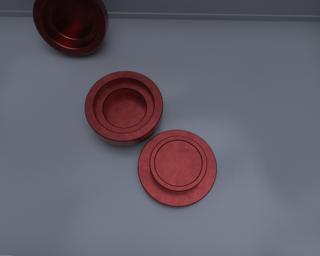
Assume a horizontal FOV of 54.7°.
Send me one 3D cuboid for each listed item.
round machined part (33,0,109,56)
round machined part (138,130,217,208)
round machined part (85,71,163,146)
[{"bbox_3d":[-0.121,-0.155,0.434,0.099,0.097,0.042,4,40,1],"label":"round machined part"},{"bbox_3d":[0.022,0.048,0.383,0.099,0.042,0.098,0,70,-1],"label":"round machined part"},{"bbox_3d":[-0.045,-0.022,0.408,0.099,0.042,0.098,0,70,-1],"label":"round machined part"}]
